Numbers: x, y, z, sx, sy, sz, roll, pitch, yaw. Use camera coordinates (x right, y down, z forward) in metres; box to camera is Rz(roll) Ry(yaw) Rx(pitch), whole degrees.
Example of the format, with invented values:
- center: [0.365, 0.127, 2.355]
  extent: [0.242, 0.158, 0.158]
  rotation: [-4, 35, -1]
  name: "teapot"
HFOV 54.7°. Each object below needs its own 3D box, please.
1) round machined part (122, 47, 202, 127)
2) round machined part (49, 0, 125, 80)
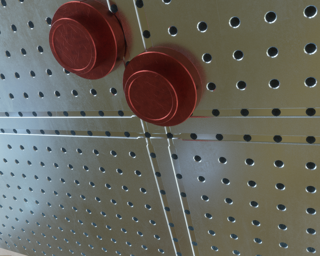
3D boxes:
- center: [-0.003, -0.044, 0.374]
  extent: [0.098, 0.042, 0.097]
  rotation: [13, 124, 20]
  name: "round machined part"
- center: [-0.097, -0.106, 0.384]
  extent: [0.098, 0.042, 0.097]
  rotation: [13, 124, 20]
  name: "round machined part"
